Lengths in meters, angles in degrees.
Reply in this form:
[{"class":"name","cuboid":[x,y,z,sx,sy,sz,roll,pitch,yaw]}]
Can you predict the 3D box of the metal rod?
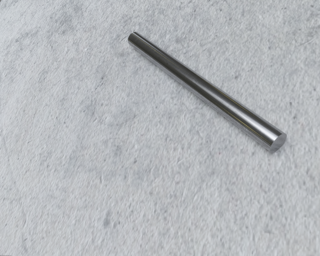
[{"class":"metal rod","cuboid":[0.041,-0.066,0.421,0.025,0.025,0.300,-44,51,-2]}]
